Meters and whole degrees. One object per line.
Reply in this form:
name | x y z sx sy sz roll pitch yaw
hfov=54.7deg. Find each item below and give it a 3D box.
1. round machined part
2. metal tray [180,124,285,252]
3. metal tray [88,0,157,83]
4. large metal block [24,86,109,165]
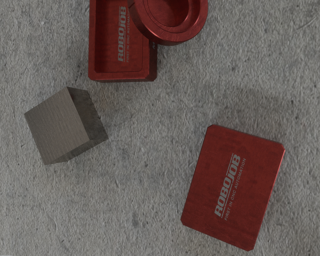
round machined part | 0.006 -0.149 0.379 0.099 0.042 0.097 -1 91 -25
metal tray | 0.087 0.069 0.376 0.090 0.030 0.129 17 96 19
metal tray | -0.050 -0.129 0.423 0.090 0.030 0.129 2 91 19
large metal block | -0.133 -0.002 0.443 0.080 0.050 0.080 -28 81 18
